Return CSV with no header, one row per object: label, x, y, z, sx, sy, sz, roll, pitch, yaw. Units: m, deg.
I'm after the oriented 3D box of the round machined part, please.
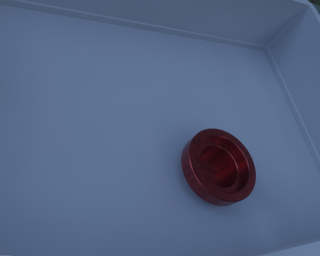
round machined part,0.071,0.053,0.400,0.099,0.042,0.098,13,56,-21
